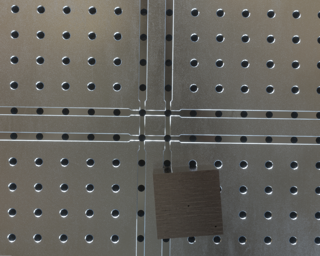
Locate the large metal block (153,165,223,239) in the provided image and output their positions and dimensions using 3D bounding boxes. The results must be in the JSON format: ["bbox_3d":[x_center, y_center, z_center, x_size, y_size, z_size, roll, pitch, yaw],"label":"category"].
[{"bbox_3d":[0.034,0.093,0.401,0.081,0.050,0.079,-4,90,-1],"label":"large metal block"}]
